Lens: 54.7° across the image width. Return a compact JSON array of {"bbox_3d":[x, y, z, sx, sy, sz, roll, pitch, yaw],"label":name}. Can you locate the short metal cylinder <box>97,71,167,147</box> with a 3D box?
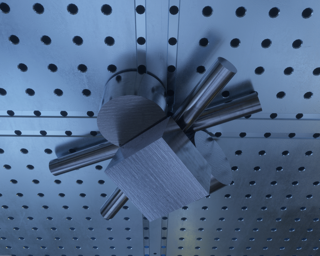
[{"bbox_3d":[-0.032,-0.021,0.373,0.081,0.050,0.079,0,130,0],"label":"short metal cylinder"}]

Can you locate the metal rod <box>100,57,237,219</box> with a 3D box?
[{"bbox_3d":[-0.006,0.033,0.403,0.025,0.025,0.298,24,126,-19],"label":"metal rod"}]

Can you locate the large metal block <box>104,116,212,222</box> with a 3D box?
[{"bbox_3d":[0.000,0.047,0.347,0.080,0.050,0.080,-32,106,25],"label":"large metal block"}]

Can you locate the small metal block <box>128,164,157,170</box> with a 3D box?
[{"bbox_3d":[-0.030,0.054,0.453,0.050,0.025,0.050,-22,127,17],"label":"small metal block"}]

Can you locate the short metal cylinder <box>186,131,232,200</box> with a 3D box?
[{"bbox_3d":[0.052,0.050,0.415,0.050,0.080,0.080,-35,122,27],"label":"short metal cylinder"}]

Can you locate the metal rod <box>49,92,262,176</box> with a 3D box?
[{"bbox_3d":[-0.017,0.013,0.418,0.301,0.025,0.025,-18,128,14],"label":"metal rod"}]
